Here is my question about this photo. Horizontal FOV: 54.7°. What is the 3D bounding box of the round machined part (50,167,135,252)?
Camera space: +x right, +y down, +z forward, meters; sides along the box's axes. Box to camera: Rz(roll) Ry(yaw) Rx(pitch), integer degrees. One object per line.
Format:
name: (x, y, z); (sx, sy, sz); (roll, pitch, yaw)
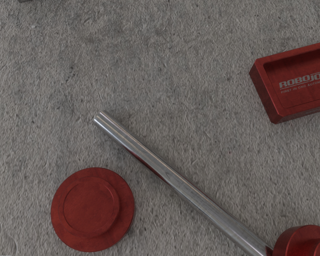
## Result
round machined part: (-0.080, 0.094, 0.364); (0.099, 0.042, 0.098); (0, 70, 0)

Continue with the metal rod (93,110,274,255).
metal rod: (0.035, 0.078, 0.380); (0.300, 0.025, 0.025); (39, 75, 13)

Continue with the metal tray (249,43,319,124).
metal tray: (0.203, -0.066, 0.431); (0.131, 0.030, 0.090); (-15, 71, -6)

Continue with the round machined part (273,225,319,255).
round machined part: (0.172, 0.152, 0.326); (0.099, 0.042, 0.098); (10, 64, -21)

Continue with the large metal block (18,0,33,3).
large metal block: (-0.195, -0.253, 0.486); (0.081, 0.050, 0.080); (-13, 71, -5)
